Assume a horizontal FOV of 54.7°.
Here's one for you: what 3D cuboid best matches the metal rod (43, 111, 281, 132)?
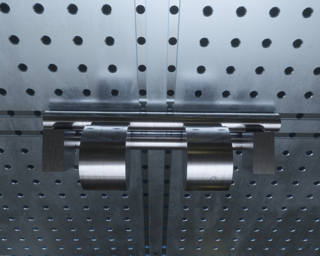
[{"bbox_3d":[0.003,-0.008,0.405,0.302,0.025,0.025,1,130,-1],"label":"metal rod"}]

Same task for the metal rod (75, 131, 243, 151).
[{"bbox_3d":[0.000,0.018,0.427,0.302,0.025,0.025,1,130,-1],"label":"metal rod"}]

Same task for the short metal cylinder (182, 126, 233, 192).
[{"bbox_3d":[0.055,0.037,0.379,0.050,0.080,0.079,1,130,-1],"label":"short metal cylinder"}]

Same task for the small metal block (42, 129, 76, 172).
[{"bbox_3d":[-0.125,0.027,0.387,0.025,0.050,0.050,1,88,0],"label":"small metal block"}]

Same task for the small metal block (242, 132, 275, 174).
[{"bbox_3d":[0.123,0.030,0.392,0.025,0.050,0.050,1,89,0],"label":"small metal block"}]

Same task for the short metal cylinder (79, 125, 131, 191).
[{"bbox_3d":[-0.063,0.036,0.377,0.050,0.080,0.079,1,130,-1],"label":"short metal cylinder"}]
